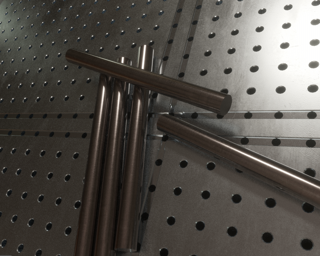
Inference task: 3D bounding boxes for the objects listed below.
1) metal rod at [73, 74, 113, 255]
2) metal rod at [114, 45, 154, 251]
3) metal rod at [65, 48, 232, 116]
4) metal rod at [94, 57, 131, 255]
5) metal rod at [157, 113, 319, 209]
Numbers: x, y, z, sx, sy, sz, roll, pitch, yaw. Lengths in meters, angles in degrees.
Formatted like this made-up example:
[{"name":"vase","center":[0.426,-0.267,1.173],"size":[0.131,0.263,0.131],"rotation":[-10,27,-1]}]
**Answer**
[{"name":"metal rod","center":[-0.087,0.033,0.431],"size":[0.025,0.025,0.299],"rotation":[-13,56,21]},{"name":"metal rod","center":[-0.030,0.006,0.418],"size":[0.025,0.025,0.299],"rotation":[-10,57,22]},{"name":"metal rod","center":[-0.037,-0.074,0.438],"size":[0.300,0.025,0.025],"rotation":[23,74,35]},{"name":"metal rod","center":[-0.060,0.022,0.424],"size":[0.025,0.025,0.299],"rotation":[-12,56,21]},{"name":"metal rod","center":[0.113,0.045,0.320],"size":[0.300,0.025,0.025],"rotation":[26,76,36]}]
